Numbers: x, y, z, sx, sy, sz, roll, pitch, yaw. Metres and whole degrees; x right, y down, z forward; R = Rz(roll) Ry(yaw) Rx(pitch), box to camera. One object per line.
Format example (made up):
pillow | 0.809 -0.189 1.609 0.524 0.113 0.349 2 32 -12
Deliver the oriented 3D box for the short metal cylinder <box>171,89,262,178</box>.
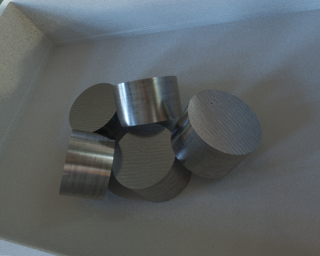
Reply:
short metal cylinder | 0.058 0.006 0.327 0.081 0.050 0.080 11 52 -14

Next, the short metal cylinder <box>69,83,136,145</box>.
short metal cylinder | -0.079 -0.016 0.436 0.080 0.050 0.080 -13 56 20

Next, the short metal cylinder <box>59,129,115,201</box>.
short metal cylinder | -0.089 0.045 0.377 0.050 0.080 0.080 11 59 -14

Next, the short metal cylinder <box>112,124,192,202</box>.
short metal cylinder | -0.009 0.041 0.366 0.080 0.050 0.080 -13 56 20

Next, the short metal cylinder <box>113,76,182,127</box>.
short metal cylinder | -0.015 -0.033 0.385 0.080 0.080 0.050 -8 94 24
